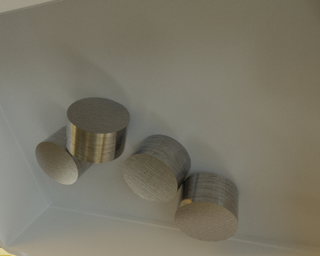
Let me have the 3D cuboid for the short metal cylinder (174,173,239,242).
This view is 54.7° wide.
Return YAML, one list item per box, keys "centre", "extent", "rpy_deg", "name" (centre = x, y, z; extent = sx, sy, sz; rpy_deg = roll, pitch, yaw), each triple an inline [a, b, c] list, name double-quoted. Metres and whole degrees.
- centre: [0.063, 0.106, 0.413]
  extent: [0.080, 0.050, 0.079]
  rpy_deg: [7, 128, 10]
  name: "short metal cylinder"

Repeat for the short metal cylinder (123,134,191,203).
- centre: [-0.004, 0.056, 0.428]
  extent: [0.080, 0.050, 0.079]
  rpy_deg: [13, 124, 21]
  name: "short metal cylinder"

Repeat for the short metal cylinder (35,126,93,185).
- centre: [-0.149, 0.043, 0.495]
  extent: [0.080, 0.050, 0.079]
  rpy_deg: [13, 124, 20]
  name: "short metal cylinder"

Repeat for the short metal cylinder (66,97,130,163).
- centre: [-0.084, 0.001, 0.416]
  extent: [0.080, 0.080, 0.050]
  rpy_deg: [24, 127, 13]
  name: "short metal cylinder"
